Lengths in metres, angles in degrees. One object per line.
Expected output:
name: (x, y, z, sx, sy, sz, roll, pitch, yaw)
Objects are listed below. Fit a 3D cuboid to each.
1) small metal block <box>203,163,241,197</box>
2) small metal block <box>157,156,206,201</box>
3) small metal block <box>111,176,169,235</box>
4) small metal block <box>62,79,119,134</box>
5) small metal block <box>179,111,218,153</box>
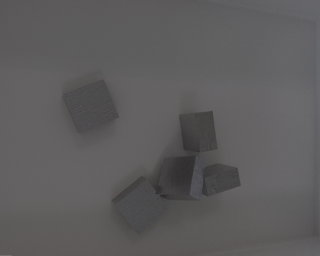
small metal block: (0.073, 0.070, 0.424, 0.050, 0.050, 0.025, -13, 95, -20)
small metal block: (0.028, 0.065, 0.397, 0.025, 0.050, 0.050, 37, 55, -42)
small metal block: (-0.026, 0.099, 0.401, 0.050, 0.025, 0.050, -38, 103, -16)
small metal block: (-0.085, -0.026, 0.379, 0.050, 0.025, 0.050, -24, 98, -18)
small metal block: (0.050, 0.004, 0.416, 0.025, 0.050, 0.050, -9, 93, -20)
